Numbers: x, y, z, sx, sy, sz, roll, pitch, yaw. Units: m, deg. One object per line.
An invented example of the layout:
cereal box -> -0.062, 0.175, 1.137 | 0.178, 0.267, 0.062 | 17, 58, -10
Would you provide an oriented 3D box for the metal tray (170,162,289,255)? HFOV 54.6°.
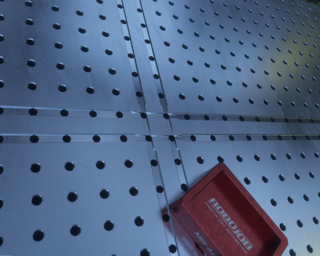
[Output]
metal tray -> 0.086, 0.118, 0.378 | 0.091, 0.030, 0.130 | -33, 80, -38
